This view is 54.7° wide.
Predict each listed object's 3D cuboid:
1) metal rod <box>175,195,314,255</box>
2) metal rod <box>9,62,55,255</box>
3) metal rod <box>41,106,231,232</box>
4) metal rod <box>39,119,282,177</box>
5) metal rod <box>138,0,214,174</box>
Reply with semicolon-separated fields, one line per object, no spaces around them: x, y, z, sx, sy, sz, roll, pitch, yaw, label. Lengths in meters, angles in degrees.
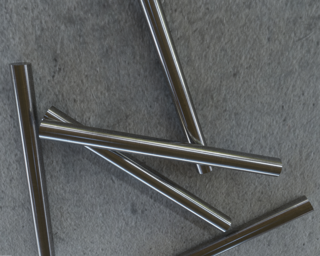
0.089;0.182;0.478;0.300;0.025;0.025;-29;108;9;metal rod
-0.173;0.061;0.429;0.025;0.025;0.298;1;110;-1;metal rod
-0.024;0.063;0.432;0.301;0.025;0.025;34;106;-12;metal rod
0.004;0.026;0.391;0.302;0.025;0.025;10;110;-4;metal rod
0.014;-0.075;0.382;0.025;0.025;0.298;-18;109;6;metal rod
